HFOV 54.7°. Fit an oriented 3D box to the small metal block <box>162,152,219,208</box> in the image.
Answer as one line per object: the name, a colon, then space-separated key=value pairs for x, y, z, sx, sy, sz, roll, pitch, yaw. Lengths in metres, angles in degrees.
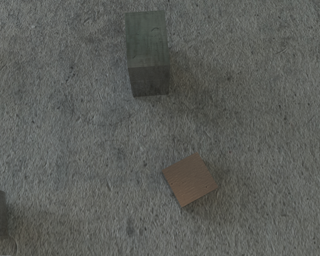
small metal block: x=0.036 y=0.065 z=0.384 sx=0.050 sy=0.025 sz=0.050 roll=-26 pitch=72 yaw=-9

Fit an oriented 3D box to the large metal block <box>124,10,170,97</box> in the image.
large metal block: x=-0.016 y=-0.096 z=0.414 sx=0.050 sy=0.080 sz=0.080 roll=-5 pitch=70 yaw=-2

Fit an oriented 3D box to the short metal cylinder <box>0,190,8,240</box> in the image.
short metal cylinder: x=-0.213 y=0.103 z=0.340 sx=0.081 sy=0.080 sz=0.050 roll=-13 pitch=71 yaw=-5
